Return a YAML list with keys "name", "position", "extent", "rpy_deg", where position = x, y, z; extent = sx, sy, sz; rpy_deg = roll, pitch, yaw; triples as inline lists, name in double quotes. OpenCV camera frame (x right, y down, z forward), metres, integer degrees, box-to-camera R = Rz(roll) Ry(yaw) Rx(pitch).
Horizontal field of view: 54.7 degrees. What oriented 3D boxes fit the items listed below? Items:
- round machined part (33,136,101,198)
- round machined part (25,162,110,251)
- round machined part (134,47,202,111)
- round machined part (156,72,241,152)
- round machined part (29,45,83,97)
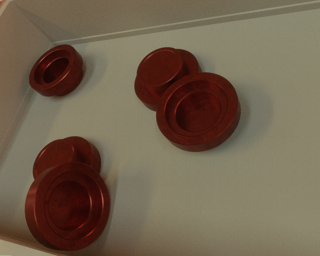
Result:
- name: "round machined part"
  position: [-0.135, 0.054, 0.430]
  extent: [0.098, 0.042, 0.098]
  rpy_deg: [-13, 56, 20]
- name: "round machined part"
  position: [-0.110, 0.091, 0.362]
  extent: [0.042, 0.098, 0.098]
  rpy_deg: [-17, 53, 39]
- name: "round machined part"
  position: [0.007, -0.074, 0.436]
  extent: [0.098, 0.042, 0.098]
  rpy_deg: [-13, 56, 20]
- name: "round machined part"
  position: [0.048, -0.016, 0.376]
  extent: [0.098, 0.042, 0.098]
  rpy_deg: [-11, 60, 19]
- name: "round machined part"
  position: [-0.175, -0.095, 0.543]
  extent: [0.098, 0.042, 0.098]
  rpy_deg: [-13, 56, 20]
